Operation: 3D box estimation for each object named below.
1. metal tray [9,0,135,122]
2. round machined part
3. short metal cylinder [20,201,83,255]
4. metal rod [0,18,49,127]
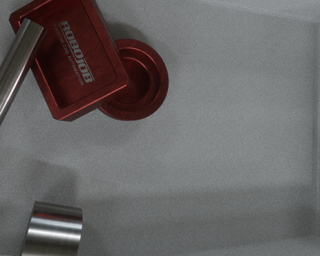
[{"bbox_3d":[-0.095,-0.083,0.337,0.090,0.030,0.130,-27,85,7],"label":"metal tray"},{"bbox_3d":[-0.042,-0.057,0.387,0.099,0.042,0.097,0,90,-21],"label":"round machined part"},{"bbox_3d":[-0.121,0.124,0.337,0.050,0.080,0.080,16,85,-20],"label":"short metal cylinder"},{"bbox_3d":[-0.193,0.028,0.315,0.025,0.025,0.299,27,90,-19],"label":"metal rod"}]
